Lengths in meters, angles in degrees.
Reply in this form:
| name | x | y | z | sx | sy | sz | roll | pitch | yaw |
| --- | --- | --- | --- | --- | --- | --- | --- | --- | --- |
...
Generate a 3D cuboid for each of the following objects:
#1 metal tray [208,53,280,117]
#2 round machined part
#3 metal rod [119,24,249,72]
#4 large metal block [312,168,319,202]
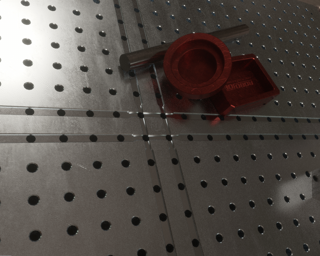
| name | x | y | z | sx | sy | sz | roll | pitch | yaw |
| --- | --- | --- | --- | --- | --- | --- | --- | --- | --- |
| metal tray | 0.134 | -0.077 | 0.526 | 0.131 | 0.030 | 0.090 | -17 | 71 | -35 |
| round machined part | 0.056 | -0.089 | 0.464 | 0.099 | 0.042 | 0.098 | -1 | 75 | 6 |
| metal rod | 0.059 | -0.144 | 0.529 | 0.302 | 0.025 | 0.025 | -25 | 76 | -37 |
| large metal block | 0.300 | 0.092 | 0.482 | 0.080 | 0.080 | 0.050 | 29 | 52 | -11 |
